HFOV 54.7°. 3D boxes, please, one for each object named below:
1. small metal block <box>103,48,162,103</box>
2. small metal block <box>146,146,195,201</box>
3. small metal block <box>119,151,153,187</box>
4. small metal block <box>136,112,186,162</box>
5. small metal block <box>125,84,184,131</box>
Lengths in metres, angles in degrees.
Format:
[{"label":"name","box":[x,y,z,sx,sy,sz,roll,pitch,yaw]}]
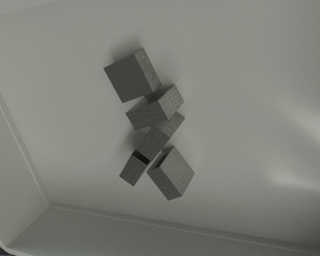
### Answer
[{"label":"small metal block","box":[-0.034,-0.064,0.385,0.050,0.025,0.050,-15,111,34]},{"label":"small metal block","box":[0.016,0.061,0.421,0.025,0.050,0.050,-28,103,37]},{"label":"small metal block","box":[-0.026,0.046,0.433,0.025,0.050,0.050,35,129,5]},{"label":"small metal block","box":[0.001,0.007,0.395,0.025,0.050,0.050,38,129,2]},{"label":"small metal block","box":[-0.006,-0.025,0.379,0.050,0.050,0.025,-17,109,34]}]
